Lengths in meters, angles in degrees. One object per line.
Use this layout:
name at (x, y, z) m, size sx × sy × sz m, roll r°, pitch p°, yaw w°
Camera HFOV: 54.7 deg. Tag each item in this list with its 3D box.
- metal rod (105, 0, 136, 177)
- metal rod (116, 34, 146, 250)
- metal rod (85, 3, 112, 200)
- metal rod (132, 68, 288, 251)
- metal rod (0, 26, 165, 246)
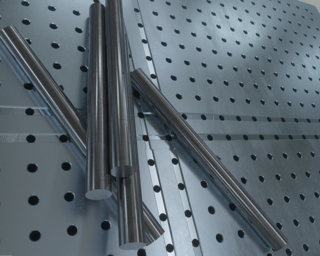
metal rod at (-0.053, -0.078, 0.387) m, size 0.025 × 0.025 × 0.299 m, roll 10°, pitch 51°, yaw -24°
metal rod at (-0.043, -0.012, 0.371) m, size 0.025 × 0.025 × 0.299 m, roll 10°, pitch 51°, yaw -24°
metal rod at (-0.076, -0.057, 0.381) m, size 0.025 × 0.025 × 0.299 m, roll 10°, pitch 51°, yaw -24°
metal rod at (0.060, 0.038, 0.418) m, size 0.300 × 0.025 × 0.025 m, roll 50°, pitch 51°, yaw 7°
metal rod at (-0.095, 0.002, 0.356) m, size 0.025 × 0.025 × 0.299 m, roll -31°, pitch 79°, yaw -38°
